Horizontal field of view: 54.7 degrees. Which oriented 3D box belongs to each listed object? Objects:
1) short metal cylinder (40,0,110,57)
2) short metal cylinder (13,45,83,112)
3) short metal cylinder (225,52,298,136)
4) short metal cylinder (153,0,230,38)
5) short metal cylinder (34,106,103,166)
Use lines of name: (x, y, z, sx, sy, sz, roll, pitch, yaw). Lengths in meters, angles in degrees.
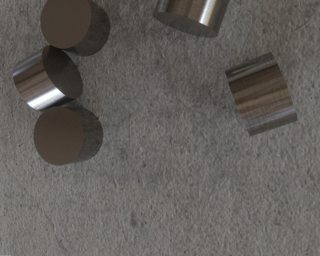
short metal cylinder: (-0.118, -0.146, 0.436, 0.080, 0.050, 0.079, 0, 90, 19)
short metal cylinder: (-0.154, -0.068, 0.432, 0.050, 0.080, 0.080, -23, 83, 18)
short metal cylinder: (0.111, -0.036, 0.341, 0.050, 0.080, 0.080, -21, 83, 18)
short metal cylinder: (0.038, -0.145, 0.366, 0.080, 0.080, 0.050, 21, 97, 18)
short metal cylinder: (-0.129, 0.011, 0.440, 0.080, 0.050, 0.079, 0, 90, 19)
